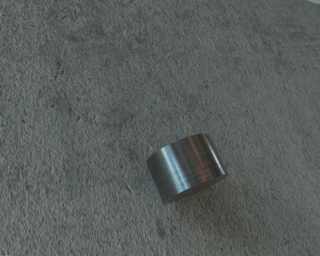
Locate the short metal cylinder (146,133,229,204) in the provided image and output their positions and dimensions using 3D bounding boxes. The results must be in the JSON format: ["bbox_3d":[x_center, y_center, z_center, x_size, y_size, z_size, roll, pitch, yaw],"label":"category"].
[{"bbox_3d":[0.031,0.047,0.356,0.081,0.080,0.050,-11,68,-33],"label":"short metal cylinder"}]
